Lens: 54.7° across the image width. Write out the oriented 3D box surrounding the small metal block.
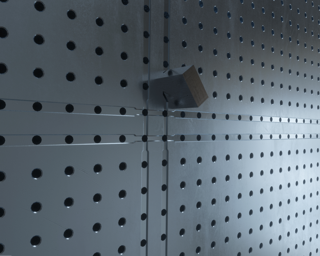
[{"bbox_3d":[0.031,-0.054,0.421,0.025,0.050,0.050,-44,117,-31],"label":"small metal block"}]
